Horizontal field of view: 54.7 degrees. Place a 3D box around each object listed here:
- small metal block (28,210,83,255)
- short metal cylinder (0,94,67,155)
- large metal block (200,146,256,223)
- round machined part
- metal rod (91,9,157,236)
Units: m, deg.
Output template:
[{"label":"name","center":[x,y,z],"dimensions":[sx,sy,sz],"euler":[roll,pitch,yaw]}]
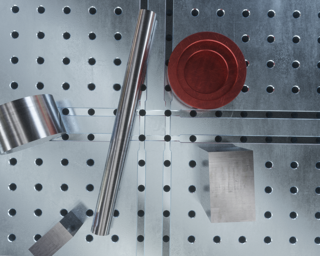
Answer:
[{"label":"small metal block","center":[-0.132,0.139,0.399],"dimensions":[0.050,0.050,0.025],"euler":[-42,90,0]},{"label":"short metal cylinder","center":[-0.164,-0.004,0.384],"dimensions":[0.080,0.080,0.050],"euler":[-21,90,0]},{"label":"large metal block","center":[0.081,0.066,0.387],"dimensions":[0.050,0.080,0.079],"euler":[-2,90,0]},{"label":"round machined part","center":[0.059,-0.072,0.406],"dimensions":[0.099,0.042,0.097],"euler":[0,90,-1]},{"label":"metal rod","center":[-0.048,-0.007,0.412],"dimensions":[0.025,0.025,0.298],"euler":[12,90,-1]}]
